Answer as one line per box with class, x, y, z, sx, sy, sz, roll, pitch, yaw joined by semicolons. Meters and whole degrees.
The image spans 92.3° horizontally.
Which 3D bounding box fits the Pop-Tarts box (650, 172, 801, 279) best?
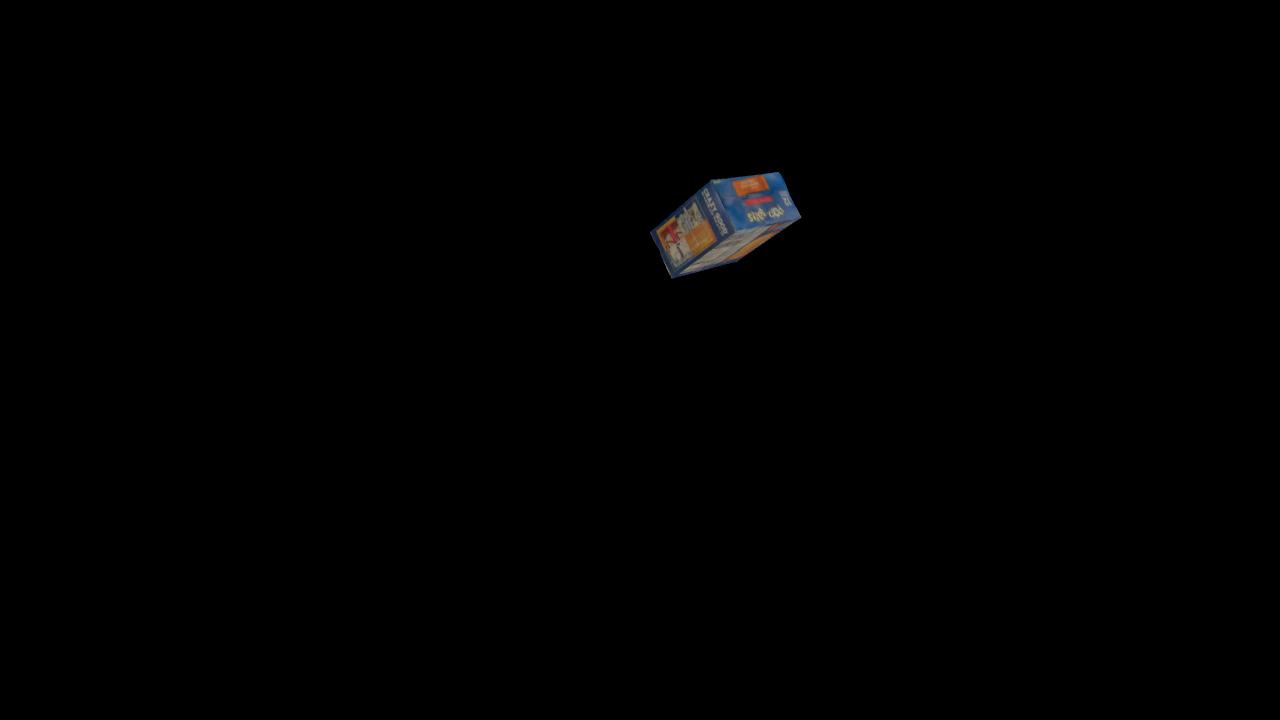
Pop-Tarts box;0.126;-0.200;0.908;0.167;0.083;0.141;-22;-6;-41
